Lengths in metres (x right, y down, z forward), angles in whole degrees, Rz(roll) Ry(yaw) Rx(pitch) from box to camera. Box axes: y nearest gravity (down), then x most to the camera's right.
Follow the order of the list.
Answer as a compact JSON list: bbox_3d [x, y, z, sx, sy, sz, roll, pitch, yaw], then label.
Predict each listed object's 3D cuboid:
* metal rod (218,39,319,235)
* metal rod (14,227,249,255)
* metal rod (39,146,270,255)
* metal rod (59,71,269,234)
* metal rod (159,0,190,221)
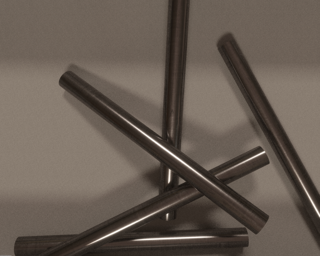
[{"bbox_3d":[0.160,0.019,0.413,0.025,0.025,0.299,-29,90,0],"label":"metal rod"},{"bbox_3d":[-0.036,0.151,0.411,0.302,0.025,0.025,-2,90,-1],"label":"metal rod"},{"bbox_3d":[-0.007,0.099,0.381,0.301,0.025,0.025,-26,90,0],"label":"metal rod"},{"bbox_3d":[-0.007,0.020,0.374,0.300,0.025,0.025,36,90,14],"label":"metal rod"},{"bbox_3d":[0.017,-0.028,0.384,0.025,0.025,0.298,3,101,-1],"label":"metal rod"}]
